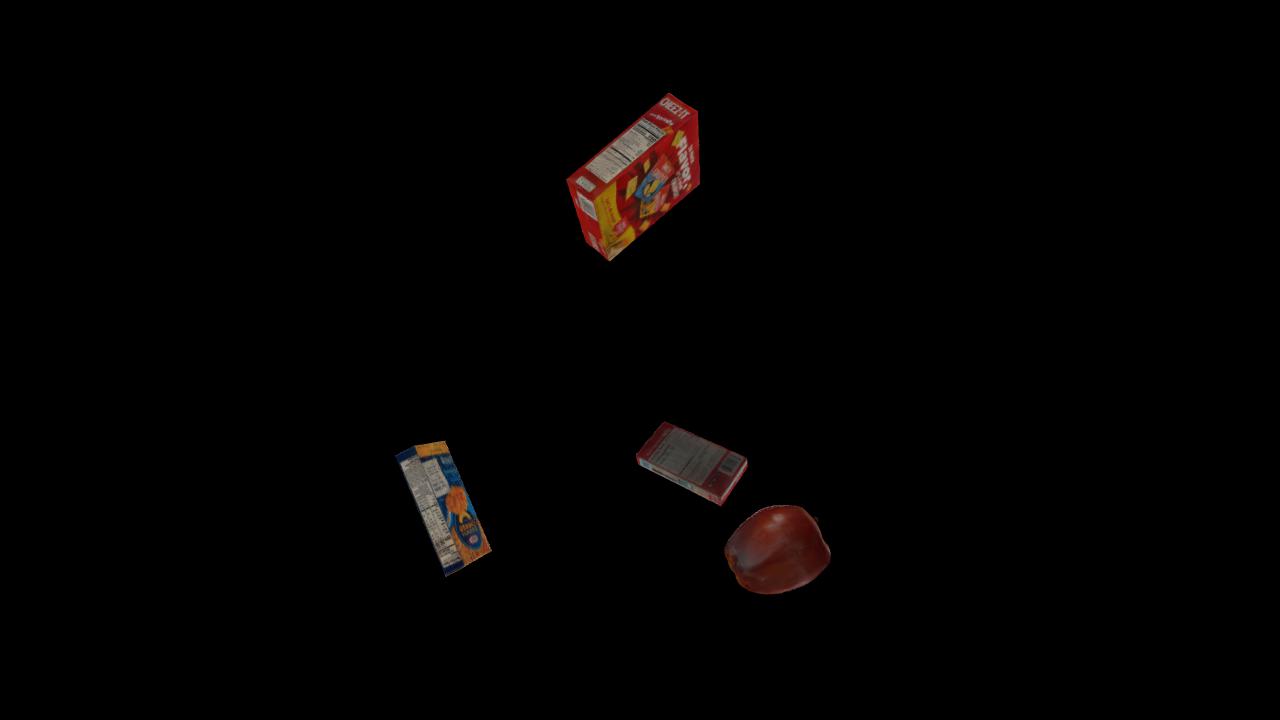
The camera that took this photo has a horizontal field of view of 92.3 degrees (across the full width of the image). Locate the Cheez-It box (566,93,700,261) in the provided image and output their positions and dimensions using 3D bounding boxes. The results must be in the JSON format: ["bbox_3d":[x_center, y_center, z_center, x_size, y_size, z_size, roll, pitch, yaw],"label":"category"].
[{"bbox_3d":[-0.002,-0.285,0.975,0.071,0.223,0.166,42,-13,20],"label":"Cheez-It box"}]

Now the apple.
[{"bbox_3d":[0.125,0.171,0.561,0.093,0.079,0.079,-27,4,-7],"label":"apple"}]

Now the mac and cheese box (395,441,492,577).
[{"bbox_3d":[-0.284,0.211,0.897,0.041,0.184,0.093,-27,-7,6],"label":"mac and cheese box"}]

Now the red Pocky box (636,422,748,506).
[{"bbox_3d":[0.079,0.156,0.944,0.155,0.028,0.083,22,53,31],"label":"red Pocky box"}]
